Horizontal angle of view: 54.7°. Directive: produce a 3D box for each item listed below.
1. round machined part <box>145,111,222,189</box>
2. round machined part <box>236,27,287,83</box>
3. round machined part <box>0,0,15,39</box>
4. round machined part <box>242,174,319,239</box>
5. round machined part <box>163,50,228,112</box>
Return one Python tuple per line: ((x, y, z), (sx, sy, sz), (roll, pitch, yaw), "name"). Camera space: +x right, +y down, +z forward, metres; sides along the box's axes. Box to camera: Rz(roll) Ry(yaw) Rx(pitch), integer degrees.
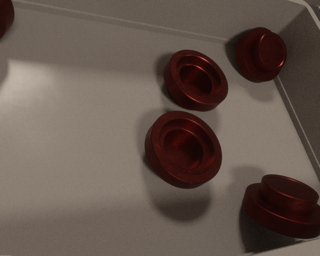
((0.026, 0.030, 0.392), (0.099, 0.042, 0.098), (14, 56, -21), "round machined part")
((0.187, -0.132, 0.554), (0.099, 0.042, 0.097), (1, 89, -28), "round machined part")
((-0.207, -0.145, 0.336), (0.099, 0.097, 0.042), (24, 53, -14), "round machined part")
((0.159, 0.092, 0.392), (0.099, 0.042, 0.098), (11, 15, -3), "round machined part")
((0.049, -0.066, 0.463), (0.099, 0.042, 0.098), (14, 56, -21), "round machined part")
